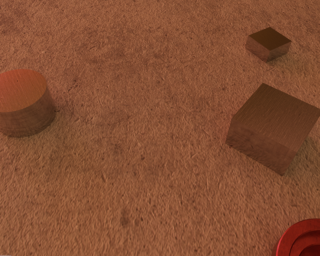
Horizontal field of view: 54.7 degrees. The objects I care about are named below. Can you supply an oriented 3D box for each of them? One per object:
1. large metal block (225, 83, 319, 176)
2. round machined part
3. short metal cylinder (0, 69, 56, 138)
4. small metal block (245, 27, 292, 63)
[{"bbox_3d":[0.141,-0.001,0.390,0.080,0.050,0.080,31,57,23],"label":"large metal block"},{"bbox_3d":[0.149,0.136,0.280,0.099,0.042,0.098,0,50,0],"label":"round machined part"},{"bbox_3d":[-0.186,-0.033,0.413,0.081,0.050,0.080,0,50,0],"label":"short metal cylinder"},{"bbox_3d":[0.183,-0.141,0.525,0.050,0.025,0.050,-26,55,-21],"label":"small metal block"}]
